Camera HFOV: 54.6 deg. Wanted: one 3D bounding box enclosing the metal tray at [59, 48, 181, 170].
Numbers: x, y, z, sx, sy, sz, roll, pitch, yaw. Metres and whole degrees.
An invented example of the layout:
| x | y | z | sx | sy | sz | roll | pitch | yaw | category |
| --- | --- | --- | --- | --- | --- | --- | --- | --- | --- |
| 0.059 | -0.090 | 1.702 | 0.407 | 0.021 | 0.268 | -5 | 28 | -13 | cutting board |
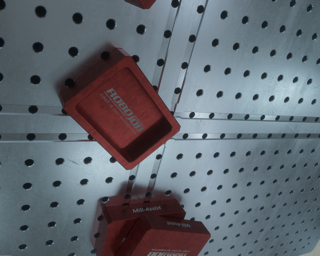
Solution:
| x | y | z | sx | sy | sz | roll | pitch | yaw | category |
| --- | --- | --- | --- | --- | --- | --- | --- | --- | --- |
| -0.042 | -0.017 | 0.373 | 0.090 | 0.030 | 0.130 | -39 | 129 | -2 | metal tray |

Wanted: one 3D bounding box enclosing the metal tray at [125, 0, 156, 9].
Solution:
| x | y | z | sx | sy | sz | roll | pitch | yaw | category |
| --- | --- | --- | --- | --- | --- | --- | --- | --- | --- |
| -0.021 | -0.176 | 0.252 | 0.090 | 0.030 | 0.130 | -52 | 147 | -4 | metal tray |

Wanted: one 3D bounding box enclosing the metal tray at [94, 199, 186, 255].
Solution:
| x | y | z | sx | sy | sz | roll | pitch | yaw | category |
| --- | --- | --- | --- | --- | --- | --- | --- | --- | --- |
| -0.031 | 0.163 | 0.492 | 0.131 | 0.030 | 0.089 | 1 | 118 | -29 | metal tray |

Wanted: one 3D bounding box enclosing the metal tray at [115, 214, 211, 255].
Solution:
| x | y | z | sx | sy | sz | roll | pitch | yaw | category |
| --- | --- | --- | --- | --- | --- | --- | --- | --- | --- |
| 0.007 | 0.185 | 0.486 | 0.131 | 0.030 | 0.090 | 19 | 108 | -36 | metal tray |
